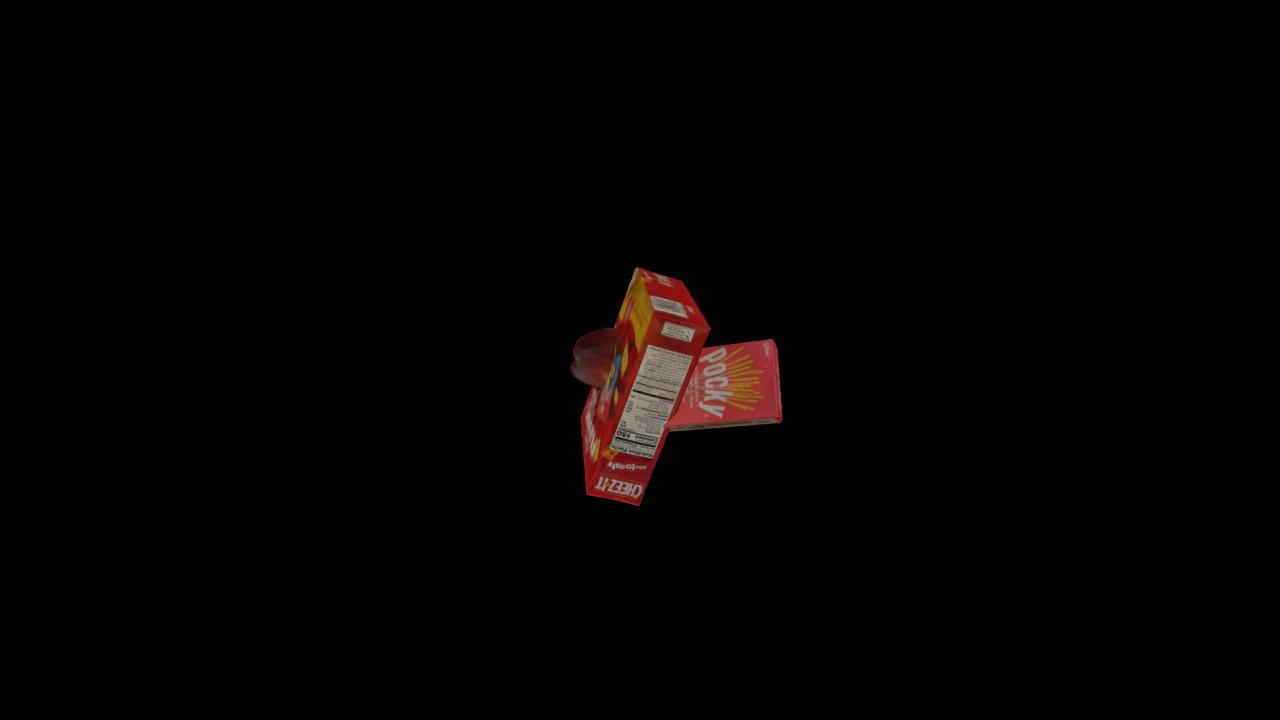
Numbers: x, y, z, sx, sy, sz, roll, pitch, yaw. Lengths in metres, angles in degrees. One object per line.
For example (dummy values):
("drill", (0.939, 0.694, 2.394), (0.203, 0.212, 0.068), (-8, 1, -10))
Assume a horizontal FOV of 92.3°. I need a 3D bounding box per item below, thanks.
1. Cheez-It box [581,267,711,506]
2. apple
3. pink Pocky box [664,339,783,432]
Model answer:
("Cheez-It box", (-0.004, 0.025, 0.697), (0.071, 0.223, 0.166), (16, 21, -13))
("apple", (-0.032, 0.002, 0.720), (0.093, 0.079, 0.079), (11, 0, -1))
("pink Pocky box", (0.067, 0.029, 0.642), (0.155, 0.084, 0.029), (-7, -22, 19))
